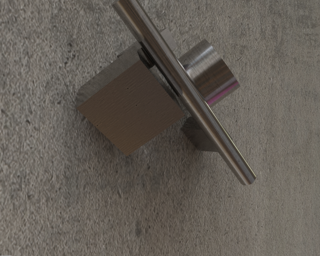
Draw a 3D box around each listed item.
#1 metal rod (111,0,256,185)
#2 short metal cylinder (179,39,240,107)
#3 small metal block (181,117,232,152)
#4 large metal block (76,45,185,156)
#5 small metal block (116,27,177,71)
[{"bbox_3d":[0.045,-0.029,0.381,0.300,0.025,0.025,51,60,-28],"label":"metal rod"},{"bbox_3d":[0.063,-0.072,0.417,0.050,0.080,0.080,-37,121,12],"label":"short metal cylinder"},{"bbox_3d":[0.067,0.009,0.445,0.050,0.050,0.025,48,61,-30],"label":"small metal block"},{"bbox_3d":[-0.032,-0.029,0.341,0.080,0.050,0.080,-36,121,10],"label":"large metal block"},{"bbox_3d":[-0.016,-0.094,0.378,0.050,0.050,0.025,-46,118,-30],"label":"small metal block"}]
